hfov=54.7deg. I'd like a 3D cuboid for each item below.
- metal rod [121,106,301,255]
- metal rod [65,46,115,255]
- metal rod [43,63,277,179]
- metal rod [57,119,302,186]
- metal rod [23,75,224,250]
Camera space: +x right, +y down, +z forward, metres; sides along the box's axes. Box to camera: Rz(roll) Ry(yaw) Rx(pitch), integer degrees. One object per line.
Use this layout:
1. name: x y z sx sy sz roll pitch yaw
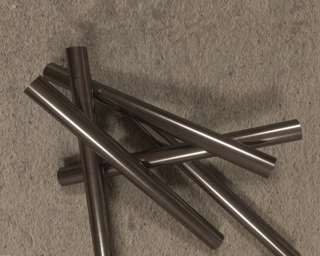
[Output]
1. metal rod: 0.067 0.074 0.410 0.300 0.025 0.025 43 90 -1
2. metal rod: -0.080 0.054 0.374 0.025 0.025 0.298 -7 94 0
3. metal rod: -0.013 -0.015 0.371 0.301 0.025 0.025 24 90 14
4. metal rod: 0.016 0.033 0.384 0.301 0.025 0.025 -12 90 9
5. metal rod: -0.029 0.052 0.367 0.300 0.025 0.025 43 90 -17
